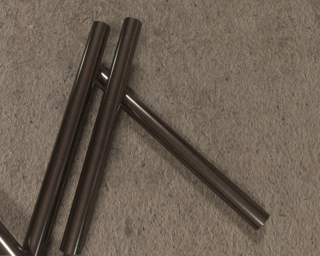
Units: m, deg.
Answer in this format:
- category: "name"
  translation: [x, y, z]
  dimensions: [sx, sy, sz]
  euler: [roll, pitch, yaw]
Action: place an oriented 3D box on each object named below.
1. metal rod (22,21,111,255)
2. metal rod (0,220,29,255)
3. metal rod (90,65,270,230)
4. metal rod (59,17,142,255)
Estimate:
- category: "metal rod"
  translation: [-0.113, 0.002, 0.389]
  dimensions: [0.025, 0.025, 0.299]
  euler: [12, 77, 4]
- category: "metal rod"
  translation: [-0.206, 0.100, 0.353]
  dimensions: [0.300, 0.025, 0.025]
  euler: [39, 74, 19]
- category: "metal rod"
  translation: [0.013, 0.015, 0.402]
  dimensions: [0.300, 0.025, 0.025]
  euler: [42, 75, 13]
- category: "metal rod"
  translation: [-0.070, 0.000, 0.387]
  dimensions: [0.025, 0.025, 0.299]
  euler: [12, 78, 4]
